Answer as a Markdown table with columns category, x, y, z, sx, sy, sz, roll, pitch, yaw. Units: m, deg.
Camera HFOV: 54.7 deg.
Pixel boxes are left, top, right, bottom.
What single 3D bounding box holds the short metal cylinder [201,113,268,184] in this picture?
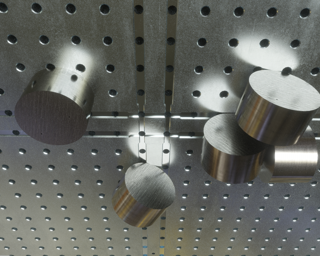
| category | x | y | z | sx | sy | sz | roll | pitch | yaw |
| --- | --- | --- | --- | --- | --- | --- | --- | --- | --- |
| short metal cylinder | 0.094 | 0.025 | 0.398 | 0.081 | 0.080 | 0.050 | 0 | 130 | 0 |

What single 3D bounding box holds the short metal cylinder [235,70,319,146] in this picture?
| category | x | y | z | sx | sy | sz | roll | pitch | yaw |
| --- | --- | --- | --- | --- | --- | --- | --- | --- | --- |
| short metal cylinder | 0.134 | -0.025 | 0.357 | 0.081 | 0.080 | 0.050 | 6 | 130 | -6 |

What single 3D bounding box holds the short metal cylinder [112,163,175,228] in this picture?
| category | x | y | z | sx | sy | sz | roll | pitch | yaw |
| --- | --- | --- | --- | --- | --- | --- | --- | --- | --- |
| short metal cylinder | -0.025 | 0.099 | 0.459 | 0.080 | 0.080 | 0.050 | 21 | 127 | -17 |

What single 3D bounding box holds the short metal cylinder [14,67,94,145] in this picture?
| category | x | y | z | sx | sy | sz | roll | pitch | yaw |
| --- | --- | --- | --- | --- | --- | --- | --- | --- | --- |
| short metal cylinder | -0.124 | -0.025 | 0.372 | 0.081 | 0.050 | 0.079 | 0 | 130 | 0 |

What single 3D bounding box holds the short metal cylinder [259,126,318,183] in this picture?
| category | x | y | z | sx | sy | sz | roll | pitch | yaw |
| --- | --- | --- | --- | --- | --- | --- | --- | --- | --- |
| short metal cylinder | 0.161 | 0.032 | 0.405 | 0.050 | 0.080 | 0.079 | 0 | 130 | 0 |
